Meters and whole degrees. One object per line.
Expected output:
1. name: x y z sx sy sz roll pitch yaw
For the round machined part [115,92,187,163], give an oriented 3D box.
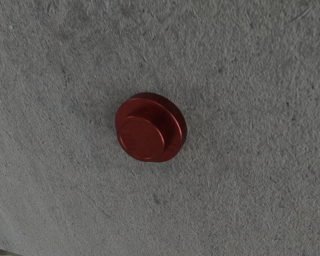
1. round machined part: -0.018 0.006 0.408 0.098 0.042 0.097 13 124 20
